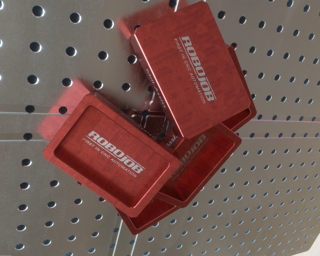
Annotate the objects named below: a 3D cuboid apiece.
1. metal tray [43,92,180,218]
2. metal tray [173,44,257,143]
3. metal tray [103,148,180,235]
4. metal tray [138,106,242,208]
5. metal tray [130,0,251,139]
[{"bbox_3d":[-0.054,0.031,0.359,0.130,0.030,0.090,37,98,-9],"label":"metal tray"},{"bbox_3d":[0.075,-0.041,0.425,0.090,0.030,0.130,-37,130,-4],"label":"metal tray"},{"bbox_3d":[-0.026,0.090,0.451,0.090,0.030,0.129,-29,129,-10],"label":"metal tray"},{"bbox_3d":[0.039,0.041,0.418,0.090,0.030,0.130,33,100,-39],"label":"metal tray"},{"bbox_3d":[0.035,-0.064,0.350,0.091,0.030,0.129,-27,98,-12],"label":"metal tray"}]
